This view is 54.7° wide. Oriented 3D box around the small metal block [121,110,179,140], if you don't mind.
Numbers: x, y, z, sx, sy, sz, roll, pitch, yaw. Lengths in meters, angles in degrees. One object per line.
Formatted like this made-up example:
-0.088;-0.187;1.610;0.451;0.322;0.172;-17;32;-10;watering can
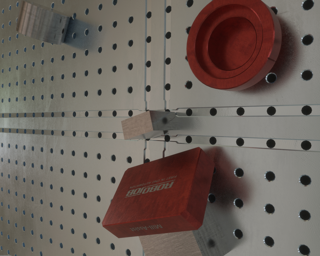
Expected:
-0.013;-0.003;0.402;0.050;0.050;0.025;-18;79;38;small metal block

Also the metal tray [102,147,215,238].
-0.003;0.079;0.371;0.130;0.030;0.090;-21;33;37;metal tray

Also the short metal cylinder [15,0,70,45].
-0.202;-0.183;0.537;0.080;0.081;0.050;33;110;35;short metal cylinder

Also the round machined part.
0.081;-0.088;0.331;0.098;0.042;0.097;0;90;39;round machined part

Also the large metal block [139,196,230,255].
0.023;0.127;0.373;0.080;0.050;0.080;-36;68;34;large metal block
